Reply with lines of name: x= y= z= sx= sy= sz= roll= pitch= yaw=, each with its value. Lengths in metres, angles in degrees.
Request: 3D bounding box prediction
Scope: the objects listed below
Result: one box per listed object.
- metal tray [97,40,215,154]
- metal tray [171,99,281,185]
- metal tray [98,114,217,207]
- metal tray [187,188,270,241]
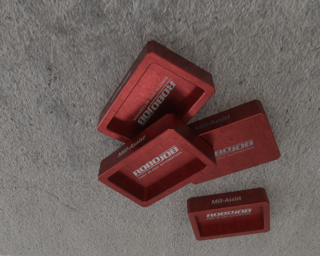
metal tray: x=-0.008 y=-0.030 z=0.378 sx=0.090 sy=0.030 sz=0.129 roll=26 pitch=125 yaw=-21
metal tray: x=0.087 y=0.024 z=0.425 sx=0.130 sy=0.030 sz=0.090 roll=-21 pitch=127 yaw=16
metal tray: x=-0.005 y=0.048 z=0.404 sx=0.130 sy=0.030 sz=0.090 roll=-35 pitch=122 yaw=26
metal tray: x=0.119 y=0.150 z=0.532 sx=0.131 sy=0.030 sz=0.090 roll=-10 pitch=130 yaw=8
